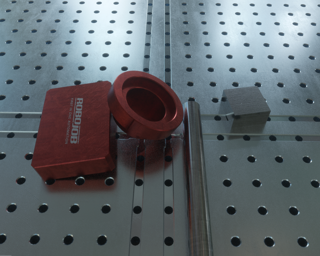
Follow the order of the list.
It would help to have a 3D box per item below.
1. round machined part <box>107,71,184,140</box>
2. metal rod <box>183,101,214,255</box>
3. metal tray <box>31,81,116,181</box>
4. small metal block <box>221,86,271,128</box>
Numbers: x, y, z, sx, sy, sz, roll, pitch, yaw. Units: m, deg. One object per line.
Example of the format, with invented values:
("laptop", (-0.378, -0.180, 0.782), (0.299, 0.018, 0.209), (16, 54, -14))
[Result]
("round machined part", (-0.022, -0.024, 0.400), (0.099, 0.042, 0.098), (20, 44, -21))
("metal rod", (0.041, 0.086, 0.335), (0.025, 0.025, 0.300), (1, 50, 0))
("metal tray", (-0.105, -0.001, 0.397), (0.091, 0.030, 0.130), (-8, 50, 1))
("small metal block", (0.119, -0.031, 0.435), (0.050, 0.025, 0.050), (-7, 51, -7))
